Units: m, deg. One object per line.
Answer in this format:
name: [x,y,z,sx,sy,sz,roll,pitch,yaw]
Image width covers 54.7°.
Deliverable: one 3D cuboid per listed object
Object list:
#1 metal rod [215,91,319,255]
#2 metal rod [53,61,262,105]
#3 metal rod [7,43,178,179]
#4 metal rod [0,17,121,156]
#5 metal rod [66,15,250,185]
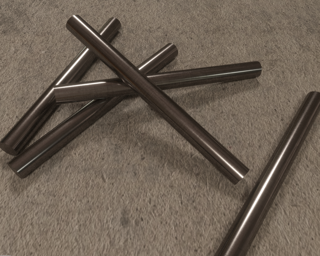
metal rod: [0.135,0.052,0.361,0.025,0.025,0.301,29,55,21]
metal rod: [0.009,-0.067,0.438,0.302,0.025,0.025,-10,51,-17]
metal rod: [-0.074,-0.040,0.435,0.025,0.025,0.301,32,56,23]
metal rod: [-0.134,-0.082,0.469,0.025,0.025,0.301,16,52,13]
metal rod: [-0.011,-0.043,0.390,0.300,0.025,0.025,43,61,13]
